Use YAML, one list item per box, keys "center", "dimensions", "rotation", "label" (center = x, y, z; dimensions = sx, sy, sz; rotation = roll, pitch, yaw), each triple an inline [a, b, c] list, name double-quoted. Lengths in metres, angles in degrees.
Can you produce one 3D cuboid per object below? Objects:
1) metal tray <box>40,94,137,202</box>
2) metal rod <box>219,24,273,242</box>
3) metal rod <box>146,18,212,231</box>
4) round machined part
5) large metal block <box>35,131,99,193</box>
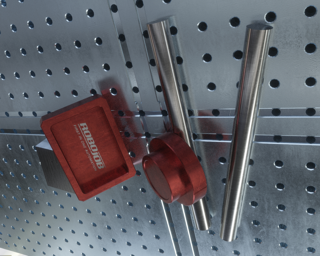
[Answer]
- center: [-0.098, 0.028, 0.437]
  dimensions: [0.030, 0.091, 0.129]
  rotation: [34, 146, 63]
  label: "metal tray"
- center: [0.098, 0.029, 0.377]
  dimensions: [0.025, 0.025, 0.298]
  rotation: [13, 124, 21]
  label: "metal rod"
- center: [0.031, 0.014, 0.402]
  dimensions: [0.025, 0.025, 0.298]
  rotation: [0, 119, 28]
  label: "metal rod"
- center: [0.012, 0.058, 0.399]
  dimensions: [0.098, 0.042, 0.097]
  rotation: [45, 150, 36]
  label: "round machined part"
- center: [-0.144, 0.057, 0.504]
  dimensions: [0.080, 0.050, 0.079]
  rotation: [10, 123, 22]
  label: "large metal block"
